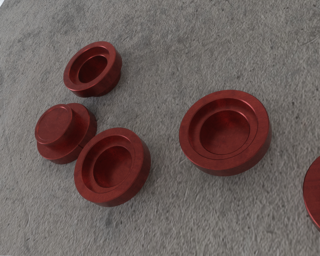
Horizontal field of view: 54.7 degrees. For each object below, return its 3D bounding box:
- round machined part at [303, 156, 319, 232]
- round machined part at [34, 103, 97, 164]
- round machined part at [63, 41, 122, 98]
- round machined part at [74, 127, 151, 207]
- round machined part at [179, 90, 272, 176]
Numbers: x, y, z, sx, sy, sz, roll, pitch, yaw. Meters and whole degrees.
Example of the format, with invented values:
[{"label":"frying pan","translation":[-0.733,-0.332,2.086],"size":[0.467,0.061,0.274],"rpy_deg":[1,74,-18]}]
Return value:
[{"label":"round machined part","translation":[0.176,0.056,0.266],"size":[0.098,0.042,0.098],"rpy_deg":[-13,56,21]},{"label":"round machined part","translation":[-0.149,0.002,0.470],"size":[0.098,0.042,0.098],"rpy_deg":[-13,56,21]},{"label":"round machined part","translation":[-0.103,-0.089,0.503],"size":[0.098,0.042,0.098],"rpy_deg":[-13,56,21]},{"label":"round machined part","translation":[-0.055,0.052,0.390],"size":[0.098,0.042,0.098],"rpy_deg":[-13,56,21]},{"label":"round machined part","translation":[0.075,0.009,0.349],"size":[0.098,0.042,0.098],"rpy_deg":[-13,56,21]}]
